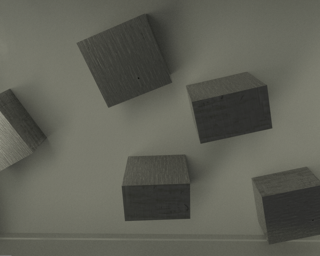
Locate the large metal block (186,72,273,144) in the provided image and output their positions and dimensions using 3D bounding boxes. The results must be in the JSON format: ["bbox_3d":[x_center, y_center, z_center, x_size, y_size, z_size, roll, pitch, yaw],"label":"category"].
[{"bbox_3d":[0.079,-0.027,0.372,0.080,0.080,0.050,-13,110,4],"label":"large metal block"}]

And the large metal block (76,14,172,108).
[{"bbox_3d":[-0.038,-0.081,0.368,0.080,0.050,0.080,-21,109,7],"label":"large metal block"}]

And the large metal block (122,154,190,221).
[{"bbox_3d":[-0.004,0.076,0.410,0.080,0.080,0.050,-2,110,1],"label":"large metal block"}]

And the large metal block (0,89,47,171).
[{"bbox_3d":[-0.211,0.008,0.399,0.080,0.050,0.080,-28,108,10],"label":"large metal block"}]

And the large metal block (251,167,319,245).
[{"bbox_3d":[0.182,0.109,0.440,0.080,0.050,0.080,-13,110,4],"label":"large metal block"}]
